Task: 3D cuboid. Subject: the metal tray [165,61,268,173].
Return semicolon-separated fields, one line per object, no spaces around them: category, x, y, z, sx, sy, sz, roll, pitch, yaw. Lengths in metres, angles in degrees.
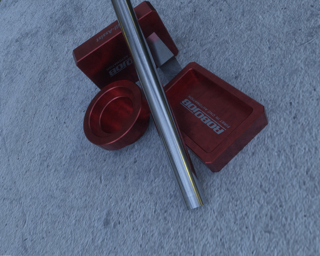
metal tray;0.053;-0.019;0.385;0.090;0.030;0.130;-44;51;-3

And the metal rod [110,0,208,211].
metal rod;-0.010;-0.051;0.372;0.025;0.025;0.299;-23;75;14

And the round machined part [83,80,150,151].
round machined part;-0.054;-0.014;0.425;0.098;0.042;0.098;-16;57;26

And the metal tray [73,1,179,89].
metal tray;-0.048;-0.110;0.454;0.130;0.090;0.030;-33;52;7

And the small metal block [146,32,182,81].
small metal block;0.004;-0.100;0.441;0.025;0.050;0.050;-38;66;5
